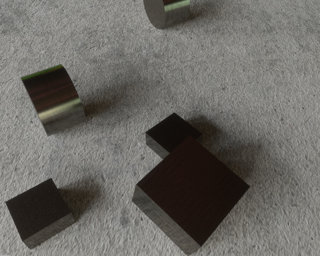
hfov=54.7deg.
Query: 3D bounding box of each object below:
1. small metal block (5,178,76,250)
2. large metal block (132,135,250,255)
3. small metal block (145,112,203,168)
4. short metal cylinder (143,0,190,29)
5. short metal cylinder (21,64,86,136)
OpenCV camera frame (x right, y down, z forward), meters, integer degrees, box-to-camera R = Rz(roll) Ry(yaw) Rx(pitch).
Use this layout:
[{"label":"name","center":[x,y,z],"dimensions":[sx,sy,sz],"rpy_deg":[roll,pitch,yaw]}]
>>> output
[{"label":"small metal block","center":[-0.125,0.089,0.327],"dimensions":[0.050,0.025,0.050],"rpy_deg":[-29,56,-22]},{"label":"large metal block","center":[0.030,0.068,0.320],"dimensions":[0.080,0.050,0.080],"rpy_deg":[41,60,15]},{"label":"small metal block","center":[0.017,0.014,0.391],"dimensions":[0.050,0.025,0.050],"rpy_deg":[-35,58,-26]},{"label":"short metal cylinder","center":[0.011,-0.225,0.556],"dimensions":[0.050,0.080,0.080],"rpy_deg":[-24,54,-19]},{"label":"short metal cylinder","center":[-0.136,-0.035,0.395],"dimensions":[0.050,0.080,0.080],"rpy_deg":[-25,55,-20]}]
